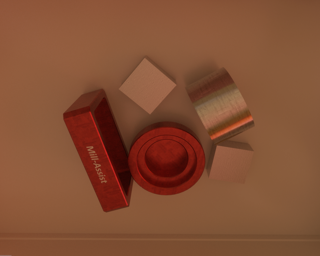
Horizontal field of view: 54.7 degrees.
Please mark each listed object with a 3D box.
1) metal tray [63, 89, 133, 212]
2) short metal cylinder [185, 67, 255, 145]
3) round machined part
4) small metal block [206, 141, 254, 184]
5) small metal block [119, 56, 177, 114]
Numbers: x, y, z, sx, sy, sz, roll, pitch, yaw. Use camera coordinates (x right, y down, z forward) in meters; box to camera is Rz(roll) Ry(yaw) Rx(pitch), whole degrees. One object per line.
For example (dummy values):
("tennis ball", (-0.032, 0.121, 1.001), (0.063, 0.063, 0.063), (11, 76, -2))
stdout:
("metal tray", (-0.069, 0.025, 0.383), (0.030, 0.090, 0.129), (-16, 109, 6))
("short metal cylinder", (0.071, -0.026, 0.372), (0.050, 0.080, 0.080), (-28, 108, 9))
("round machined part", (0.008, 0.037, 0.413), (0.099, 0.042, 0.097), (0, 110, -1))
("small metal block", (0.096, 0.046, 0.428), (0.050, 0.025, 0.050), (9, 109, -3))
("small metal block", (-0.015, -0.054, 0.389), (0.050, 0.025, 0.050), (39, 106, -12))
